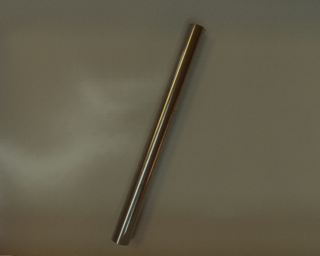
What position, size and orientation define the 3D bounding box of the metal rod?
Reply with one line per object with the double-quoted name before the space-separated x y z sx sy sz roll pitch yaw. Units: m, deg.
"metal rod" -0.002 0.008 0.409 0.025 0.025 0.299 20 90 0
